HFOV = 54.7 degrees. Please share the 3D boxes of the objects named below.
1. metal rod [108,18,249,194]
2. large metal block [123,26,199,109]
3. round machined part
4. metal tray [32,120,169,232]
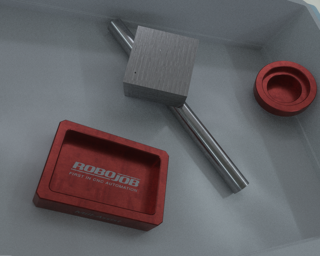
[{"bbox_3d":[0.021,-0.037,0.440,0.025,0.025,0.299,-30,78,-38],"label":"metal rod"},{"bbox_3d":[0.001,-0.079,0.411,0.080,0.050,0.080,13,75,-1],"label":"large metal block"},{"bbox_3d":[0.211,-0.063,0.532,0.099,0.042,0.098,-2,67,4],"label":"round machined part"},{"bbox_3d":[-0.058,0.053,0.339,0.131,0.030,0.090,19,54,-18],"label":"metal tray"}]
